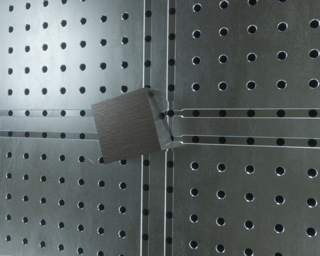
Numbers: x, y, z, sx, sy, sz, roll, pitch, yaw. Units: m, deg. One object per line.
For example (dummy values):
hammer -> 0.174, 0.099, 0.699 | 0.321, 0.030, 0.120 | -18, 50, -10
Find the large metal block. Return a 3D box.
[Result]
large metal block -> -0.036, -0.002, 0.412 | 0.080, 0.050, 0.080 | -15, 85, 19
